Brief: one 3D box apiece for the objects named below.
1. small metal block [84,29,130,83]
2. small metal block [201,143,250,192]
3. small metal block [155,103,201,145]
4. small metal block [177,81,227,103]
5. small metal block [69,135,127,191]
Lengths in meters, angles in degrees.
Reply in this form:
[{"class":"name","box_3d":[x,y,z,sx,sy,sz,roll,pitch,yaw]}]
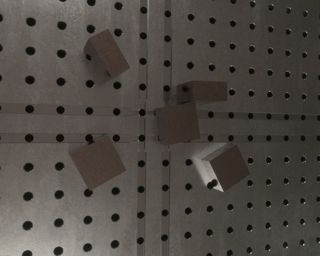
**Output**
[{"class":"small metal block","box_3d":[-0.065,-0.085,0.376,0.025,0.050,0.050,-33,101,-17]},{"class":"small metal block","box_3d":[0.095,0.056,0.450,0.050,0.025,0.050,-30,100,-18]},{"class":"small metal block","box_3d":[0.024,-0.006,0.423,0.050,0.025,0.050,-10,94,-20]},{"class":"small metal block","box_3d":[0.056,-0.048,0.421,0.050,0.050,0.025,-1,91,-20]},{"class":"small metal block","box_3d":[-0.078,0.042,0.385,0.050,0.025,0.050,-29,100,-18]}]
